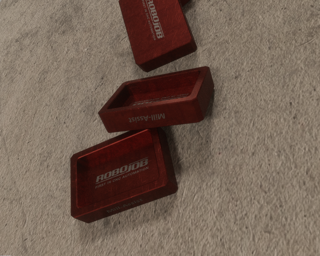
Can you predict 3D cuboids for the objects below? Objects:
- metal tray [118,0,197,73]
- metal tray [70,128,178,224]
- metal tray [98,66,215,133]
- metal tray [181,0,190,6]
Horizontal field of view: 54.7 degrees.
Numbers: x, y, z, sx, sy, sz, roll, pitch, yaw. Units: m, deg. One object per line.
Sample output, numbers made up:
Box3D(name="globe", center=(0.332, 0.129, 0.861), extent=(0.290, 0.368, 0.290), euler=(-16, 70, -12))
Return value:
Box3D(name="metal tray", center=(-0.006, -0.162, 0.479), extent=(0.090, 0.030, 0.130), euler=(-21, 70, 15))
Box3D(name="metal tray", center=(-0.050, 0.056, 0.390), extent=(0.130, 0.030, 0.090), euler=(-22, 54, 14))
Box3D(name="metal tray", center=(-0.003, -0.037, 0.399), extent=(0.130, 0.030, 0.090), euler=(-7, 32, 24))
Box3D(name="metal tray", center=(0.035, -0.259, 0.539), extent=(0.130, 0.030, 0.090), euler=(-41, 51, 0))
